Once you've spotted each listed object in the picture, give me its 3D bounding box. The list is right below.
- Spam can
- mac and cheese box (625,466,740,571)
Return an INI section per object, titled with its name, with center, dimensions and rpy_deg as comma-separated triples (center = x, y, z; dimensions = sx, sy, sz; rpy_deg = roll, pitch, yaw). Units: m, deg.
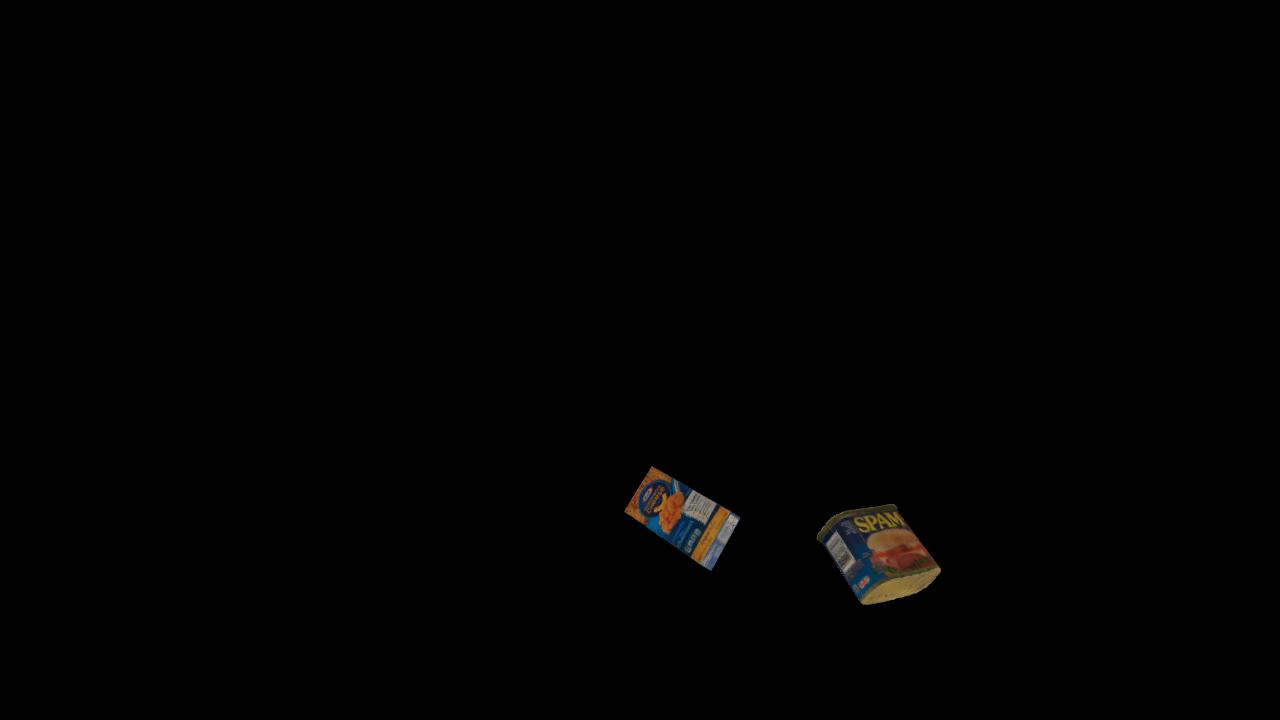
[Spam can]
center = 0.262, 0.213, 0.675
dimensions = 0.101, 0.058, 0.085
rpy_deg = -1, 42, -25
[mac and cheese box]
center = 0.064, 0.248, 0.984
dimensions = 0.184, 0.093, 0.041
rpy_deg = 20, -15, 47
